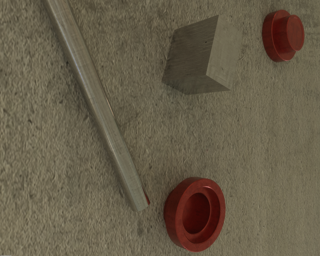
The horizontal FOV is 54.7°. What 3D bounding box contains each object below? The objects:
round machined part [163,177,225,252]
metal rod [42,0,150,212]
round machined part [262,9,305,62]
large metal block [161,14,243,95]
[{"bbox_3d":[0.044,0.117,0.431,0.099,0.042,0.097,0,90,-40],"label":"round machined part"},{"bbox_3d":[-0.073,-0.039,0.343,0.025,0.025,0.298,-32,110,-35],"label":"metal rod"},{"bbox_3d":[0.242,-0.179,0.596,0.099,0.042,0.097,0,90,-40],"label":"round machined part"},{"bbox_3d":[0.055,-0.093,0.415,0.050,0.080,0.080,22,76,-38],"label":"large metal block"}]
